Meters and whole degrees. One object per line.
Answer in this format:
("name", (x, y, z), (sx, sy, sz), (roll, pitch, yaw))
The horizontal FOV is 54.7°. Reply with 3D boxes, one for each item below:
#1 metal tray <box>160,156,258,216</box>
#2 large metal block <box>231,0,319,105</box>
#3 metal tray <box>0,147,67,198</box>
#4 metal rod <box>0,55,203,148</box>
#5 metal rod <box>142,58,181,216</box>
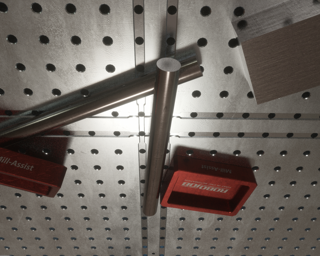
("metal tray", (0.073, 0.094, 0.489), (0.131, 0.030, 0.089), (11, 129, -10))
("large metal block", (0.129, -0.081, 0.328), (0.080, 0.050, 0.080), (-18, 128, 14))
("metal tray", (-0.204, 0.060, 0.433), (0.131, 0.030, 0.090), (20, 152, -17))
("metal rod", (-0.094, -0.025, 0.388), (0.301, 0.025, 0.025), (-18, 128, 14))
("metal rod", (-0.004, 0.038, 0.424), (0.025, 0.025, 0.298), (4, 136, -4))
